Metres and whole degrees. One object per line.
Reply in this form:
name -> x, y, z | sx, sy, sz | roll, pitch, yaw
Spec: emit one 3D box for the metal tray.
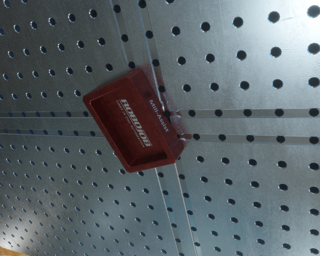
metal tray -> -0.036, -0.005, 0.424 | 0.090, 0.030, 0.130 | -18, 109, 35
